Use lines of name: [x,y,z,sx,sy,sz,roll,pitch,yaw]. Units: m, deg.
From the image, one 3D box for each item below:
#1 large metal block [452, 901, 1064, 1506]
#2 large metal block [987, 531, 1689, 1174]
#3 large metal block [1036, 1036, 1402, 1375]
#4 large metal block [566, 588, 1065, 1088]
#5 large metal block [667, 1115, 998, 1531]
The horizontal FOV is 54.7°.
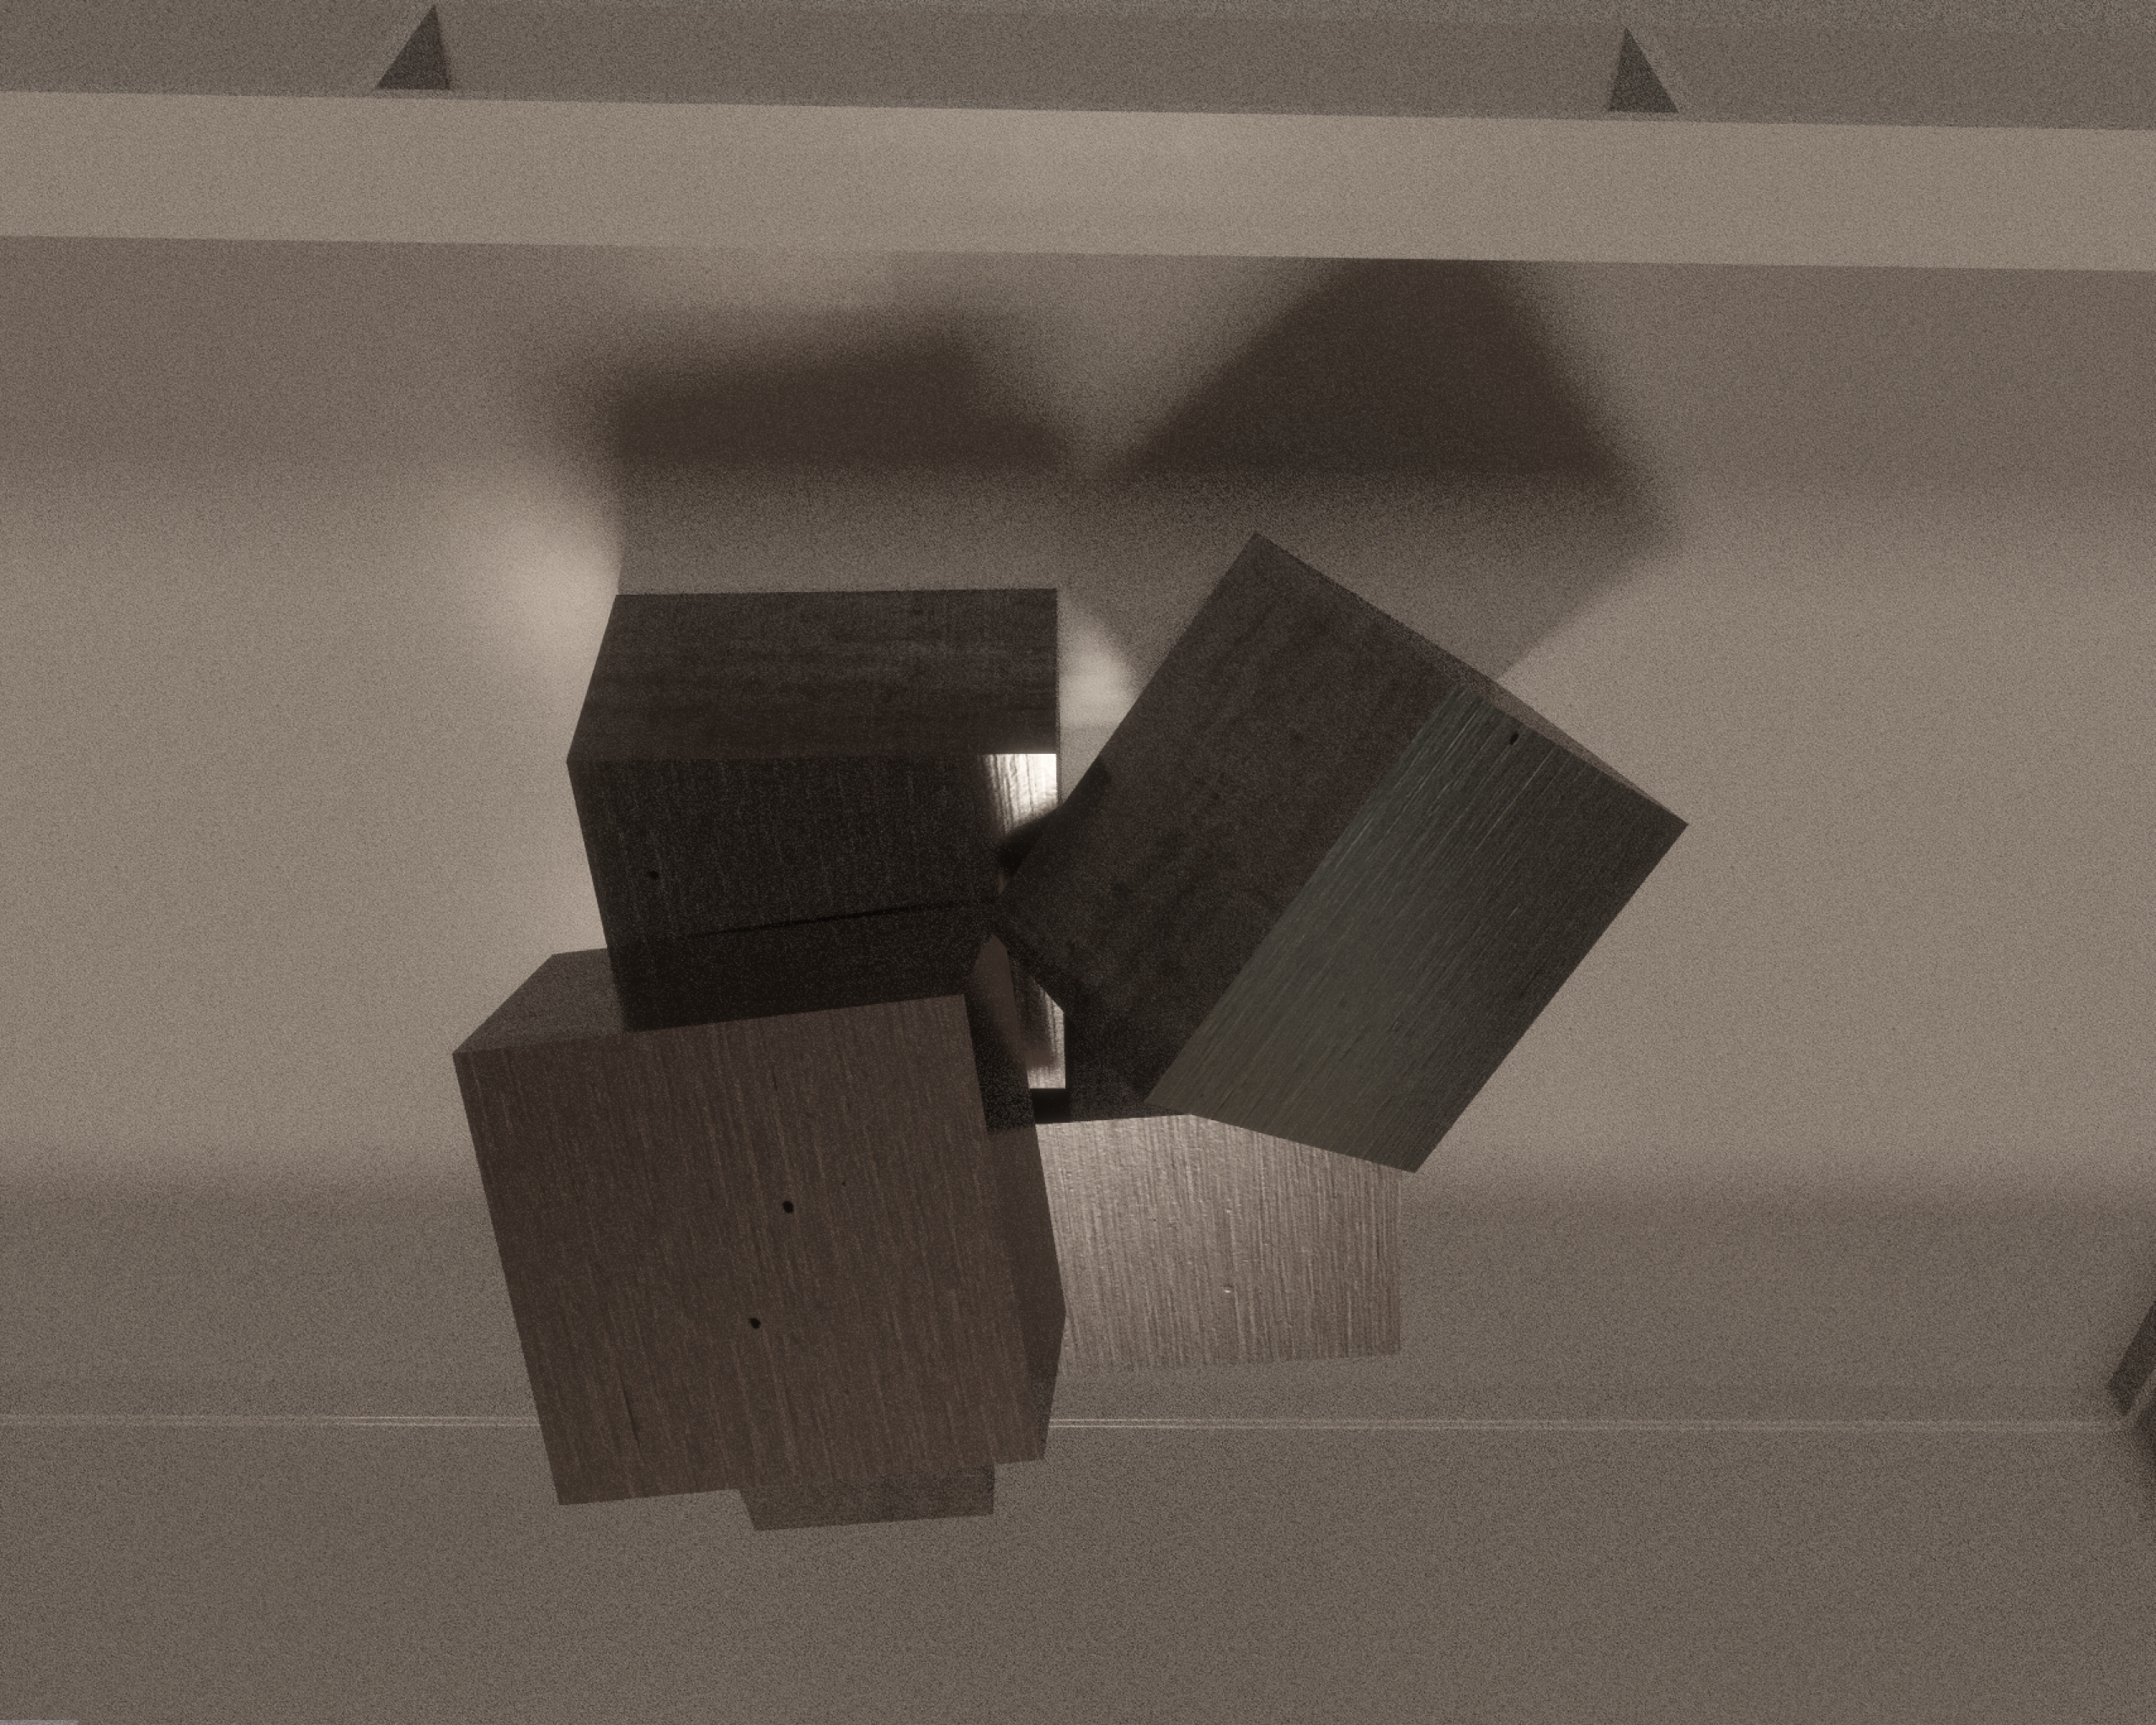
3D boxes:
large metal block: [-0.049,0.056,0.352,0.080,0.050,0.079,-7,105,6]
large metal block: [0.045,0.002,0.359,0.080,0.050,0.080,22,108,-47]
large metal block: [0.025,0.062,0.441,0.080,0.050,0.080,-4,130,3]
large metal block: [-0.043,-0.003,0.388,0.081,0.050,0.079,-1,130,0]
large metal block: [-0.047,0.082,0.440,0.050,0.080,0.080,-5,130,4]
